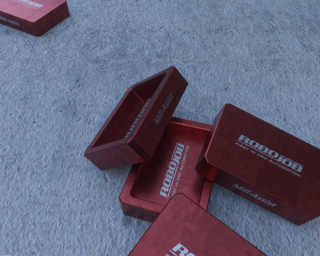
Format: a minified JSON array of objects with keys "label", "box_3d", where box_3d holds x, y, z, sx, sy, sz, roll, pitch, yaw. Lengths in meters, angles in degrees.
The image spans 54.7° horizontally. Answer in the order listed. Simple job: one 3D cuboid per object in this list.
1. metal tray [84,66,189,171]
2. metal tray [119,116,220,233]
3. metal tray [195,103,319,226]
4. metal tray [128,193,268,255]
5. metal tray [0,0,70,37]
[{"label":"metal tray","box_3d":[-0.027,-0.013,0.376,0.090,0.030,0.130,-17,35,43]},{"label":"metal tray","box_3d":[0.018,0.047,0.360,0.090,0.030,0.130,13,51,10]},{"label":"metal tray","box_3d":[0.114,0.037,0.345,0.130,0.030,0.090,27,53,1]},{"label":"metal tray","box_3d":[0.041,0.131,0.267,0.130,0.030,0.090,34,72,18]},{"label":"metal tray","box_3d":[-0.251,-0.225,0.587,0.130,0.030,0.090,23,54,18]}]
